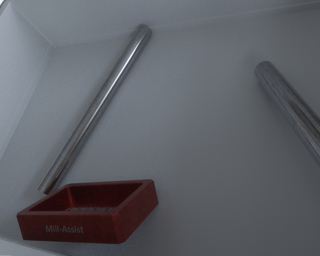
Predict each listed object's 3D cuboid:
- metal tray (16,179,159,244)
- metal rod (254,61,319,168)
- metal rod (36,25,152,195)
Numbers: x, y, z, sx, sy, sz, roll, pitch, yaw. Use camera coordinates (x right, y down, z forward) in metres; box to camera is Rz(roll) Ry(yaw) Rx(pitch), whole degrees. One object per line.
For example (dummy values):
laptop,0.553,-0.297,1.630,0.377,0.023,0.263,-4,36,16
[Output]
metal tray,-0.079,0.091,0.349,0.130,0.090,0.030,-7,100,24
metal rod,0.136,0.014,0.260,0.025,0.025,0.300,-24,32,13
metal rod,-0.093,-0.036,0.474,0.025,0.025,0.300,17,70,34
